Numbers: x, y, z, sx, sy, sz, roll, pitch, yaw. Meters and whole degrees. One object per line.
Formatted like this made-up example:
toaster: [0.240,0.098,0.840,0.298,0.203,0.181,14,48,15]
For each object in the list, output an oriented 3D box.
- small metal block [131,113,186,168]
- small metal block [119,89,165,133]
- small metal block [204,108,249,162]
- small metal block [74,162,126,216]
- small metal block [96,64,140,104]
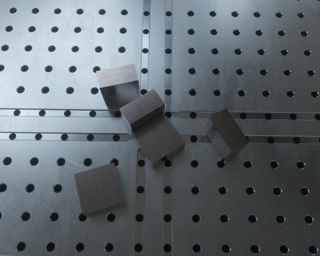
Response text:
small metal block: [-0.002,0.016,0.406,0.050,0.025,0.050,-32,74,-11]
small metal block: [-0.022,-0.019,0.405,0.050,0.050,0.025,-32,74,-11]
small metal block: [0.083,0.010,0.396,0.025,0.050,0.050,-27,73,-9]
small metal block: [-0.074,0.076,0.383,0.050,0.025,0.050,-16,71,-6]
small metal block: [-0.055,-0.059,0.419,0.050,0.050,0.025,-12,71,-5]
